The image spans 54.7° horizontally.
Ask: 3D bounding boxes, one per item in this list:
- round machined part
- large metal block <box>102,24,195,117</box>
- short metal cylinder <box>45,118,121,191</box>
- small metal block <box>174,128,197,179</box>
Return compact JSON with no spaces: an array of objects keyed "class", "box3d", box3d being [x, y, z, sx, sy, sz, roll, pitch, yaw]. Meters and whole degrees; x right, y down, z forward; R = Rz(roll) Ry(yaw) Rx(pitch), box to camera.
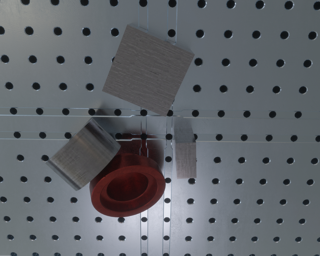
[{"class":"round machined part","box3d":[-0.045,0.072,0.418,0.099,0.042,0.097,-11,130,-13]},{"class":"large metal block","box3d":[-0.014,-0.071,0.374,0.080,0.050,0.079,22,109,-8]},{"class":"short metal cylinder","box3d":[-0.096,0.033,0.393,0.080,0.080,0.050,-41,101,13]},{"class":"small metal block","box3d":[0.033,0.033,0.412,0.025,0.050,0.050,-3,110,1]}]
